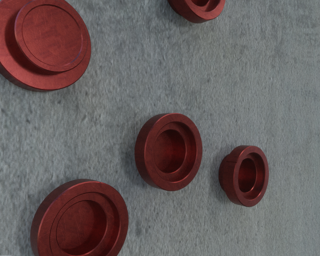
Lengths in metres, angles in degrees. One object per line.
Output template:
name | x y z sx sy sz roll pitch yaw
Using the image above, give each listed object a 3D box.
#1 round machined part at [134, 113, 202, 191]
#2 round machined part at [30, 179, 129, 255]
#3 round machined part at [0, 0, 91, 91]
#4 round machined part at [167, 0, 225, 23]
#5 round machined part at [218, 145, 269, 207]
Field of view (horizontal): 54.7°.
round machined part | 0.007 0.030 0.401 0.099 0.042 0.097 0 90 -40
round machined part | -0.085 0.102 0.324 0.099 0.042 0.097 0 90 -40
round machined part | -0.111 -0.085 0.301 0.099 0.042 0.097 0 90 -40
round machined part | 0.045 -0.196 0.433 0.099 0.042 0.097 0 90 -40
round machined part | 0.134 0.077 0.509 0.099 0.042 0.097 0 90 -40
